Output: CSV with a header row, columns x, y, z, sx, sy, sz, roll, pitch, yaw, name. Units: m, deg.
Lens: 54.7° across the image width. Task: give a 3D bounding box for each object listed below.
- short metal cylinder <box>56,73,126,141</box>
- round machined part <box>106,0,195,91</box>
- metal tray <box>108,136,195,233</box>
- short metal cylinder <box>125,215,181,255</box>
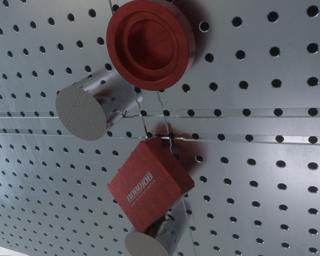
x,y,z,sx,sy,sz,roll,pitch,yaw,name
-0.094,-0.029,0.427,0.080,0.050,0.079,13,124,21,short metal cylinder
-0.007,-0.094,0.345,0.098,0.042,0.097,13,124,21,round machined part
-0.018,0.084,0.451,0.090,0.030,0.129,51,131,17,metal tray
-0.011,0.185,0.515,0.080,0.050,0.079,13,124,21,short metal cylinder
